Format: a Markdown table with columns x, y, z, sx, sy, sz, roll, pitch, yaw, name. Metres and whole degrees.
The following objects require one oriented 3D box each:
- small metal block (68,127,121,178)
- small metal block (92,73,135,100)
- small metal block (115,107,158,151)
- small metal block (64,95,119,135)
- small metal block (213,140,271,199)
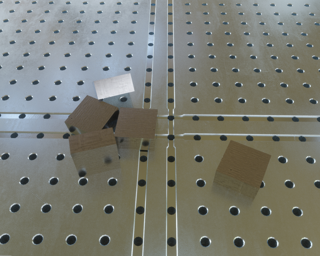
| x | y | z | sx | sy | sz | roll | pitch | yaw | name |
| --- | --- | --- | --- | --- | --- | --- | --- | --- | --- |
| -0.076 | 0.030 | 0.366 | 0.050 | 0.050 | 0.025 | -13 | 51 | -10 | small metal block |
| -0.067 | -0.059 | 0.440 | 0.050 | 0.025 | 0.050 | -15 | 10 | -13 | small metal block |
| -0.030 | 0.001 | 0.407 | 0.050 | 0.025 | 0.050 | 3 | 50 | 3 | small metal block |
| -0.088 | -0.010 | 0.413 | 0.050 | 0.025 | 0.050 | 22 | 60 | 18 | small metal block |
| 0.097 | 0.048 | 0.368 | 0.050 | 0.025 | 0.050 | 22 | 53 | 17 | small metal block |
